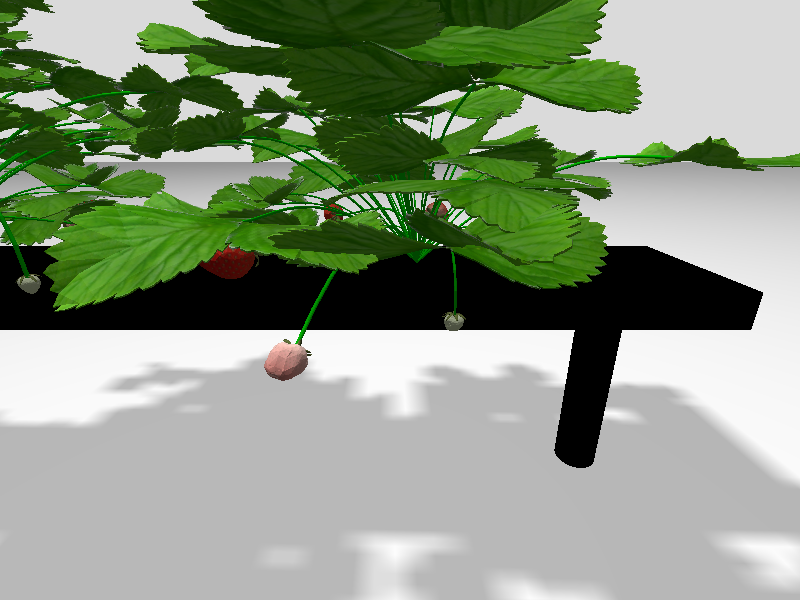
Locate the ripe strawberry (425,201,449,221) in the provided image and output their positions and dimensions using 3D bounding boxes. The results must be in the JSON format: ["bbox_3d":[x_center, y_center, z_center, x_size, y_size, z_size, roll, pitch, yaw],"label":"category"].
[{"bbox_3d":[0.046,-0.106,0.502,0.031,0.035,0.033,4,21,10],"label":"ripe strawberry"}]

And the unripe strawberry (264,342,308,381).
[{"bbox_3d":[-0.050,0.028,0.175,0.019,0.017,0.017,7,35,17],"label":"unripe strawberry"}]

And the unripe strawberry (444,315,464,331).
[{"bbox_3d":[0.030,0.013,0.221,0.011,0.010,0.010,-2,21,-5],"label":"unripe strawberry"}]

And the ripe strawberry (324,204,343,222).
[{"bbox_3d":[-0.091,-0.117,0.543,0.027,0.028,0.029,-11,23,-26],"label":"ripe strawberry"}]

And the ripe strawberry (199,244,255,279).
[{"bbox_3d":[-0.135,-0.036,0.311,0.042,0.036,0.042,-7,22,-16],"label":"ripe strawberry"}]

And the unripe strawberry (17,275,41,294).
[{"bbox_3d":[-0.231,-0.009,0.250,0.011,0.011,0.011,11,23,27],"label":"unripe strawberry"}]

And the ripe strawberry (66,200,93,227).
[{"bbox_3d":[-0.384,-0.106,0.490,0.045,0.047,0.049,7,21,18],"label":"ripe strawberry"}]
